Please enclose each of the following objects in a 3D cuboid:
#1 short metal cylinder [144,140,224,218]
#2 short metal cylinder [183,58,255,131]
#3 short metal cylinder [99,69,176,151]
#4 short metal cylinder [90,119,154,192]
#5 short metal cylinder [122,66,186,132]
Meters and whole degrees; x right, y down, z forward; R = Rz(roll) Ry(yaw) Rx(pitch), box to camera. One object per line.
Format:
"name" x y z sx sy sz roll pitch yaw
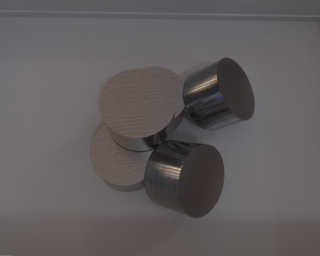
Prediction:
"short metal cylinder" 0.029 0.055 0.352 0.050 0.080 0.080 5 63 45
"short metal cylinder" 0.075 -0.041 0.389 0.080 0.050 0.080 20 61 -40
"short metal cylinder" -0.023 -0.019 0.347 0.081 0.050 0.080 0 70 0
"short metal cylinder" -0.041 0.035 0.382 0.081 0.050 0.080 0 70 0
"short metal cylinder" -0.007 -0.033 0.406 0.081 0.050 0.080 0 70 0
